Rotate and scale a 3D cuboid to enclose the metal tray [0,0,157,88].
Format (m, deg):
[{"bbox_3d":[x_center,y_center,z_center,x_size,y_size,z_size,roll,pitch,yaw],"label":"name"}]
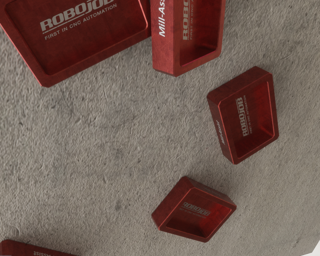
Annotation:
[{"bbox_3d":[-0.076,-0.107,0.295,0.131,0.030,0.090,-30,129,-10],"label":"metal tray"}]

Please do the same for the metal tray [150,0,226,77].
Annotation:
[{"bbox_3d":[0.032,-0.128,0.319,0.091,0.030,0.129,-32,133,-39],"label":"metal tray"}]

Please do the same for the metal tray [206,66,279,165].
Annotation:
[{"bbox_3d":[0.128,-0.015,0.463,0.090,0.030,0.130,-30,129,-9],"label":"metal tray"}]

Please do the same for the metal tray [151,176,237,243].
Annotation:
[{"bbox_3d":[0.061,0.141,0.523,0.131,0.030,0.090,30,102,-38],"label":"metal tray"}]

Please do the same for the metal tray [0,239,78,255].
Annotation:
[{"bbox_3d":[-0.183,0.212,0.434,0.090,0.030,0.130,-49,129,6],"label":"metal tray"}]
